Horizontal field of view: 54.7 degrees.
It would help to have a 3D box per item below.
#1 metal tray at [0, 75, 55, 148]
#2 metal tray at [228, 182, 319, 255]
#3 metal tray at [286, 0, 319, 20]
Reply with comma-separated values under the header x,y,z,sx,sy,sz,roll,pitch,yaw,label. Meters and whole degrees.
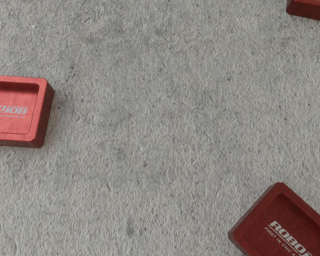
x,y,z,sx,sy,sz,roll,pitch,yaw,label
-0.217,-0.024,0.412,0.131,0.030,0.090,4,70,1,metal tray
0.156,0.139,0.355,0.090,0.030,0.130,-43,76,-14,metal tray
0.257,-0.233,0.492,0.090,0.030,0.130,14,70,5,metal tray
